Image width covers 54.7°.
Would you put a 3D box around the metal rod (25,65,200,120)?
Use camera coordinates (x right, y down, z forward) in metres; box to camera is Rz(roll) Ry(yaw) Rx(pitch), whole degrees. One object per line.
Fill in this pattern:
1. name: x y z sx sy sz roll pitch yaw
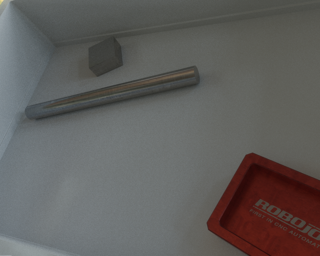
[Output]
1. metal rod: -0.087 -0.050 0.479 0.301 0.025 0.025 -10 58 22

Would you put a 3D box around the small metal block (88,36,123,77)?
1. small metal block: -0.093 -0.122 0.527 0.050 0.025 0.050 -21 54 15

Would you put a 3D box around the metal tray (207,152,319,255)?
1. metal tray: 0.121 0.088 0.284 0.130 0.030 0.090 24 74 36
